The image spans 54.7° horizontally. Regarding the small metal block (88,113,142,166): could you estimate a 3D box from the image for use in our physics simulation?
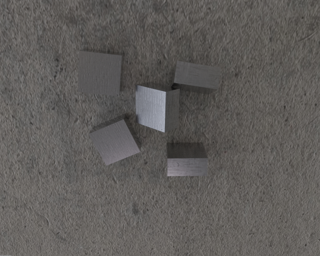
[{"bbox_3d":[-0.059,0.015,0.415,0.050,0.025,0.050,-23,109,8],"label":"small metal block"}]

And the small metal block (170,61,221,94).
[{"bbox_3d":[0.041,-0.059,0.372,0.050,0.050,0.025,8,89,-3],"label":"small metal block"}]

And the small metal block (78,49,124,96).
[{"bbox_3d":[-0.073,-0.069,0.383,0.050,0.025,0.050,6,110,-3],"label":"small metal block"}]

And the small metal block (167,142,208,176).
[{"bbox_3d":[0.034,0.041,0.412,0.050,0.050,0.025,0,110,0],"label":"small metal block"}]

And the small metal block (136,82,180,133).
[{"bbox_3d":[-0.004,-0.027,0.385,0.050,0.025,0.050,19,117,39],"label":"small metal block"}]
